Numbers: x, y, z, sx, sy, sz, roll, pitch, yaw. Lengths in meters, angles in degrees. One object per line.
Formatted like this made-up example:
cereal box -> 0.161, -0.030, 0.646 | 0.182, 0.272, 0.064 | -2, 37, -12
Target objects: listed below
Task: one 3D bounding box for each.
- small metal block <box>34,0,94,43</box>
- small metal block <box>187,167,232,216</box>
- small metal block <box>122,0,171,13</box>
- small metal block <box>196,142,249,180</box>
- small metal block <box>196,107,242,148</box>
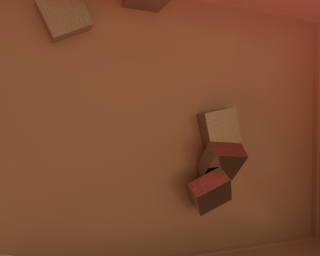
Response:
small metal block -> -0.114, -0.136, 0.368 | 0.050, 0.025, 0.050 | -27, 99, -18
small metal block -> 0.068, 0.087, 0.420 | 0.050, 0.025, 0.050 | -26, 137, -10
small metal block -> -0.017, -0.170, 0.391 | 0.050, 0.050, 0.025 | 1, 90, -20
small metal block -> 0.085, 0.046, 0.429 | 0.050, 0.025, 0.050 | 4, 132, -21
small metal block -> 0.085, -0.001, 0.443 | 0.050, 0.025, 0.050 | -12, 94, -20
